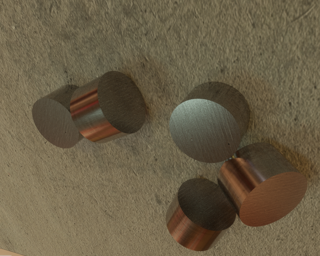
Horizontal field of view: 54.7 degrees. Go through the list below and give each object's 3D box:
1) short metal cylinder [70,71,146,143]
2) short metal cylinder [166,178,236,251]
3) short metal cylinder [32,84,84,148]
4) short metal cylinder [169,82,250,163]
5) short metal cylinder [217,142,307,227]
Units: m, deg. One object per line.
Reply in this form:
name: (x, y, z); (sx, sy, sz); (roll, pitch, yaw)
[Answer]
short metal cylinder: (-0.064, -0.025, 0.389); (0.050, 0.080, 0.080); (-19, 108, 35)
short metal cylinder: (0.053, 0.114, 0.414); (0.080, 0.080, 0.050); (29, 128, 9)
short metal cylinder: (-0.136, -0.017, 0.452); (0.080, 0.050, 0.079); (13, 124, 21)
short metal cylinder: (0.058, -0.007, 0.355); (0.080, 0.050, 0.079); (13, 124, 21)
short metal cylinder: (0.112, 0.063, 0.344); (0.081, 0.050, 0.079); (-11, 126, -14)
